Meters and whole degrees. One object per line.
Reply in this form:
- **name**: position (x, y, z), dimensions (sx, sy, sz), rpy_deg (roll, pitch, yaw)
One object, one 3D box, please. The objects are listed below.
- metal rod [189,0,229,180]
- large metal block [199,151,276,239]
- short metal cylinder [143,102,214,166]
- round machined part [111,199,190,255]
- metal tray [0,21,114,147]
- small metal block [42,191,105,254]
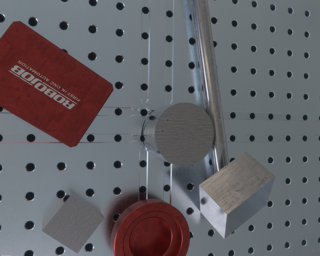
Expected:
- **metal rod**: position (0.069, -0.075, 0.438), dimensions (0.025, 0.025, 0.298), rpy_deg (-9, 93, -20)
- **large metal block**: position (0.101, 0.091, 0.415), dimensions (0.080, 0.050, 0.080), rpy_deg (-32, 143, -17)
- **short metal cylinder**: position (0.023, 0.008, 0.408), dimensions (0.081, 0.050, 0.079), rpy_deg (0, 90, -20)
- **round machined part**: position (-0.015, 0.140, 0.399), dimensions (0.099, 0.042, 0.097), rpy_deg (0, 90, -20)
- **metal tray**: position (-0.133, -0.047, 0.361), dimensions (0.130, 0.030, 0.090), rpy_deg (34, 79, -17)
- **small metal block**: position (-0.105, 0.113, 0.374), dimensions (0.050, 0.025, 0.050), rpy_deg (41, 77, -16)
